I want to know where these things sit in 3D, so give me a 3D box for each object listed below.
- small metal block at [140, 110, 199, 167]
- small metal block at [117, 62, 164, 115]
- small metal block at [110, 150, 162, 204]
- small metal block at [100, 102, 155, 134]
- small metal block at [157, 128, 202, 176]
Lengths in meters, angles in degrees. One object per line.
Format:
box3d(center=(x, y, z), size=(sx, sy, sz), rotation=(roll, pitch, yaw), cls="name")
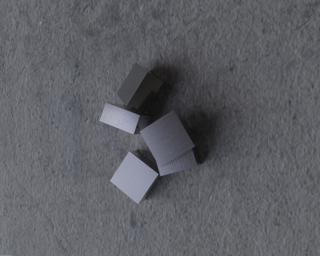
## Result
box3d(center=(0.012, 0.013, 0.378), size=(0.050, 0.025, 0.050), rotation=(-33, 79, 16), cls="small metal block")
box3d(center=(-0.027, -0.052, 0.403), size=(0.050, 0.025, 0.050), rotation=(-57, 32, 11), cls="small metal block")
box3d(center=(-0.030, 0.065, 0.419), size=(0.050, 0.025, 0.050), rotation=(36, 101, 16), cls="small metal block")
box3d(center=(-0.042, -0.013, 0.409), size=(0.050, 0.050, 0.025), rotation=(21, 98, 18), cls="small metal block")
box3d(center=(0.021, 0.030, 0.401), size=(0.050, 0.025, 0.050), rotation=(-18, 84, 18), cls="small metal block")
